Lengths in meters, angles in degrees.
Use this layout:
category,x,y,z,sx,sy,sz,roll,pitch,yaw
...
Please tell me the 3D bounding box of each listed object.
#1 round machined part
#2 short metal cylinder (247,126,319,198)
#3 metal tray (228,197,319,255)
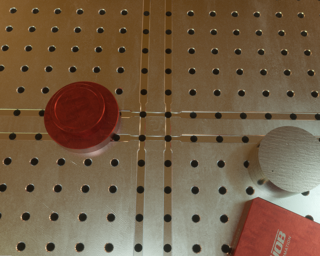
category,x,y,z,sx,sy,sz,roll,pitch,yaw
round machined part,-0.104,-0.019,0.408,0.099,0.042,0.098,0,70,-1
short metal cylinder,0.155,0.043,0.385,0.081,0.050,0.080,0,70,0
metal tray,0.126,0.157,0.353,0.090,0.030,0.130,23,71,8
